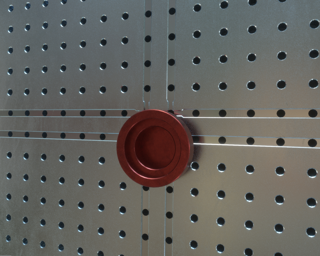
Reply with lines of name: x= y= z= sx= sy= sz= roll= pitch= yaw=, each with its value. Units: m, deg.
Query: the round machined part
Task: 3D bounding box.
round machined part: x=-0.003 y=0.025 z=0.405 sx=0.098 sy=0.042 sz=0.097 roll=0 pitch=90 yaw=20
